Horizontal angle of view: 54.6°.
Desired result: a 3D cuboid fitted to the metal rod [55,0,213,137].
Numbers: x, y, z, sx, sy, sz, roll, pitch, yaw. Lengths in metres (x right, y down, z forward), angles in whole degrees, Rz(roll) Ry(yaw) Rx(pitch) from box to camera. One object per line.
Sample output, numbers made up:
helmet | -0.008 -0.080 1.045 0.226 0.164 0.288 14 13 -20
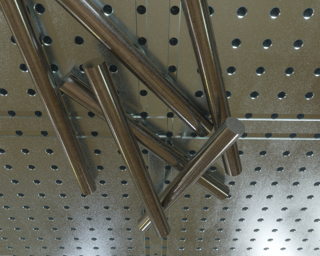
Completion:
metal rod | -0.038 -0.084 0.339 0.025 0.025 0.301 -34 123 25

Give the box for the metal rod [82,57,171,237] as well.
metal rod | -0.033 0.048 0.412 0.025 0.025 0.299 -11 125 9

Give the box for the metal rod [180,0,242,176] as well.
metal rod | 0.066 -0.046 0.372 0.025 0.025 0.299 -14 129 11

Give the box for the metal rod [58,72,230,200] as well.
metal rod | -0.005 0.025 0.432 0.301 0.025 0.025 37 121 -27

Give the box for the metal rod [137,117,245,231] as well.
metal rod | 0.028 0.085 0.454 0.025 0.025 0.298 18 137 -15

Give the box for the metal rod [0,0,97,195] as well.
metal rod | -0.129 -0.017 0.396 0.025 0.025 0.298 -5 130 4
